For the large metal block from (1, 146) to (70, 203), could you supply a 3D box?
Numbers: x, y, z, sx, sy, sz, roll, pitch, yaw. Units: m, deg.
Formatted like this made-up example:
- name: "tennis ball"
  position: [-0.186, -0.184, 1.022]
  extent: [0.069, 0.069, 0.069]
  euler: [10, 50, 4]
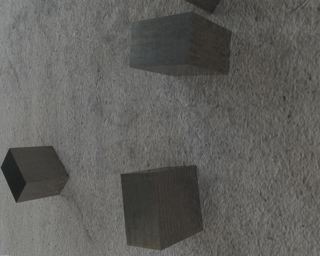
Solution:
- name: "large metal block"
  position: [-0.223, 0.079, 0.553]
  extent: [0.080, 0.081, 0.050]
  euler: [50, 120, 28]

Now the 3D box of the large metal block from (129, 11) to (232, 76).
- name: "large metal block"
  position: [0.024, -0.089, 0.350]
  extent: [0.080, 0.081, 0.050]
  euler: [7, 94, 40]

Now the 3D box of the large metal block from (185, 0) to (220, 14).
- name: "large metal block"
  position: [0.025, -0.180, 0.349]
  extent: [0.080, 0.081, 0.050]
  euler: [48, 119, 29]

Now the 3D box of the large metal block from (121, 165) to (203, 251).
- name: "large metal block"
  position: [0.004, 0.089, 0.366]
  extent: [0.050, 0.081, 0.080]
  euler: [-10, 84, 40]
